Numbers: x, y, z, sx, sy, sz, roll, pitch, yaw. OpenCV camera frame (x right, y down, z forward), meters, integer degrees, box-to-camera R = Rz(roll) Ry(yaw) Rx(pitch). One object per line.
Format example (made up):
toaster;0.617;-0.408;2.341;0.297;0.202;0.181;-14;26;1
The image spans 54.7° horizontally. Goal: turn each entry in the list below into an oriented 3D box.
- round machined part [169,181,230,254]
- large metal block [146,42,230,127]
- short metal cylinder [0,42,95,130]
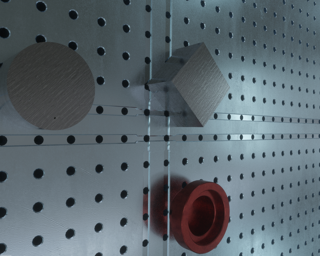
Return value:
round machined part;0.052;0.123;0.442;0.099;0.042;0.097;0;90;-40
large metal block;0.041;-0.057;0.427;0.080;0.050;0.080;52;60;-27
short metal cylinder;-0.111;-0.038;0.299;0.081;0.050;0.080;0;90;-40
